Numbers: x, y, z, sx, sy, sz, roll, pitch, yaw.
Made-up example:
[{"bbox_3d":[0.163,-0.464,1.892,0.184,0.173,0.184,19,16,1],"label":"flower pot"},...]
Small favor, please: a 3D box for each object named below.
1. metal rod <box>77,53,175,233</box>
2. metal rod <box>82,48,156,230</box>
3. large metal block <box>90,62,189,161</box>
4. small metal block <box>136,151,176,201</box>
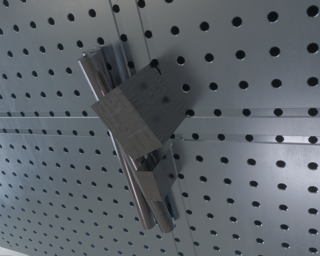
[{"bbox_3d":[-0.037,0.038,0.437,0.025,0.025,0.299,-5,121,30],"label":"metal rod"},{"bbox_3d":[-0.053,0.032,0.458,0.025,0.025,0.298,0,119,28],"label":"metal rod"},{"bbox_3d":[-0.021,-0.022,0.373,0.050,0.080,0.080,-29,103,37],"label":"large metal block"},{"bbox_3d":[-0.004,0.067,0.439,0.025,0.050,0.050,-3,117,30],"label":"small metal block"}]
